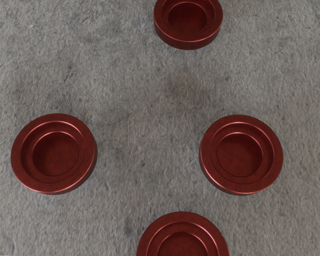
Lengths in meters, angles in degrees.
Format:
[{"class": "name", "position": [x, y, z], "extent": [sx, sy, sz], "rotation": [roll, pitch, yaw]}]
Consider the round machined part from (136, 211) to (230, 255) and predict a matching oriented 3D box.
[{"class": "round machined part", "position": [0.025, 0.146, 0.342], "extent": [0.099, 0.042, 0.098], "rotation": [-1, 64, 3]}]

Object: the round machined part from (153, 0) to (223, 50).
[{"class": "round machined part", "position": [0.040, -0.156, 0.457], "extent": [0.099, 0.042, 0.098], "rotation": [0, 70, -1]}]

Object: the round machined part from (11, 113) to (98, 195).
[{"class": "round machined part", "position": [-0.127, 0.034, 0.385], "extent": [0.099, 0.042, 0.098], "rotation": [0, 70, -1]}]

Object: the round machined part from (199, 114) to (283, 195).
[{"class": "round machined part", "position": [0.097, 0.036, 0.387], "extent": [0.099, 0.042, 0.098], "rotation": [0, 70, -1]}]
